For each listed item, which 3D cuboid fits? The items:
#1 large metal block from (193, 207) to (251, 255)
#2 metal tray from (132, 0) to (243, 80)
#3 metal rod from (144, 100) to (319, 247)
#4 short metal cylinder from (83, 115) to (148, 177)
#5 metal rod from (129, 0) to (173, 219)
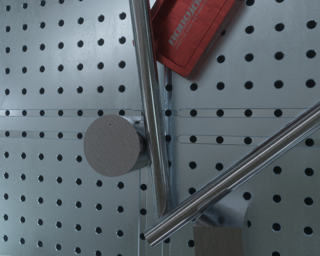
[{"bbox_3d":[0.075,0.142,0.357,0.050,0.080,0.080,-5,89,19],"label":"large metal block"},{"bbox_3d":[0.036,-0.139,0.396,0.090,0.030,0.129,35,101,16],"label":"metal tray"},{"bbox_3d":[0.102,0.047,0.364,0.300,0.025,0.025,-39,78,11],"label":"metal rod"},{"bbox_3d":[-0.054,0.022,0.417,0.080,0.050,0.079,0,90,19],"label":"short metal cylinder"},{"bbox_3d":[-0.011,-0.031,0.392,0.025,0.025,0.298,-4,97,19],"label":"metal rod"}]
